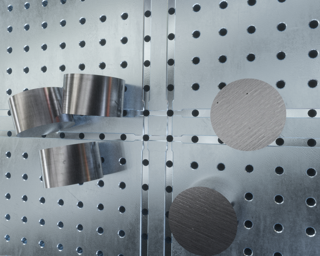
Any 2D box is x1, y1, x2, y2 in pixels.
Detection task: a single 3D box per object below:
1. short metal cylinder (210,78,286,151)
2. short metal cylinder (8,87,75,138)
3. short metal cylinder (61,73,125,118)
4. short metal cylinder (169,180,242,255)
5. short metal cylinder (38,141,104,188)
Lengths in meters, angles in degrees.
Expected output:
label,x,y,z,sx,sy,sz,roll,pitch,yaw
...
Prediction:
label,x,y,z,sx,sy,sz,roll,pitch,yaw
short metal cylinder,0.104,-0.015,0.362,0.080,0.050,0.080,0,90,20
short metal cylinder,-0.168,-0.021,0.443,0.080,0.080,0.050,-18,84,19
short metal cylinder,-0.088,-0.042,0.415,0.080,0.080,0.050,5,92,20
short metal cylinder,0.057,0.107,0.379,0.080,0.050,0.079,0,90,20
short metal cylinder,-0.121,0.050,0.426,0.080,0.080,0.050,-10,87,19
